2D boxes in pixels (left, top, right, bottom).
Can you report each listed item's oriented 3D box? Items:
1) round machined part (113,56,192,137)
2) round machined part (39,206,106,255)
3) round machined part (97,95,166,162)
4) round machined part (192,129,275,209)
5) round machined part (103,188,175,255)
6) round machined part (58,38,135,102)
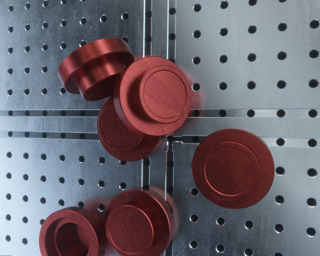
[{"bbox_3d":[-0.003,-0.038,0.374,0.042,0.099,0.097,-2,89,62],"label":"round machined part"},{"bbox_3d":[-0.120,0.162,0.447,0.098,0.042,0.097,0,90,20],"label":"round machined part"},{"bbox_3d":[-0.043,-0.003,0.419,0.098,0.042,0.097,0,90,20],"label":"round machined part"},{"bbox_3d":[0.086,0.050,0.373,0.098,0.042,0.097,0,90,20],"label":"round machined part"},{"bbox_3d":[-0.033,0.132,0.416,0.098,0.042,0.097,0,90,20],"label":"round machined part"},{"bbox_3d":[-0.076,-0.069,0.402,0.098,0.098,0.042,-31,80,17],"label":"round machined part"}]
